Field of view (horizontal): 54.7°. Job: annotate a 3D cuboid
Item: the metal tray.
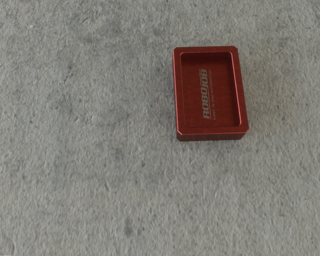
[{"bbox_3d":[0.065,-0.048,0.423,0.091,0.030,0.130,-2,70,-1],"label":"metal tray"}]
